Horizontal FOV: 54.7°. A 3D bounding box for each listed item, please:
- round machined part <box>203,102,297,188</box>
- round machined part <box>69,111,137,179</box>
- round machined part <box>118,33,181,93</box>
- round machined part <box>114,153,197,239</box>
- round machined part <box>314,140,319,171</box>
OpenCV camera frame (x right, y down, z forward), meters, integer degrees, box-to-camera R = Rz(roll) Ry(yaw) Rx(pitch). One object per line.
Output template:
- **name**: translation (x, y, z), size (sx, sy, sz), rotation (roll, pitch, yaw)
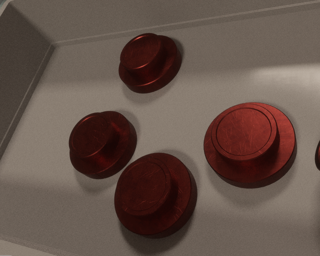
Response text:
- **round machined part**: translation (0.094, 0.012, 0.337), size (0.098, 0.042, 0.098), rotation (-13, 56, 20)
- **round machined part**: translation (-0.085, 0.018, 0.427), size (0.098, 0.042, 0.098), rotation (-13, 56, 20)
- **round machined part**: translation (-0.021, -0.104, 0.468), size (0.098, 0.042, 0.098), rotation (-13, 56, 20)
- **round machined part**: translation (-0.011, 0.072, 0.355), size (0.098, 0.042, 0.098), rotation (-13, 56, 20)
- **round machined part**: translation (0.169, 0.017, 0.257), size (0.042, 0.098, 0.098), rotation (29, 75, 2)
